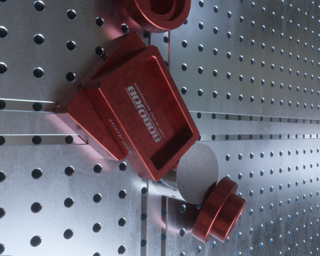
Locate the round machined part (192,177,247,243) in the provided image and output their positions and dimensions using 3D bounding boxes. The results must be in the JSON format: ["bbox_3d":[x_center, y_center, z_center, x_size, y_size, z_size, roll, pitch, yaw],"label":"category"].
[{"bbox_3d":[0.090,0.124,0.446,0.098,0.042,0.097,-46,153,-32],"label":"round machined part"}]

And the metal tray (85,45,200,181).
[{"bbox_3d":[-0.014,-0.016,0.355,0.090,0.030,0.130,-43,117,-32],"label":"metal tray"}]

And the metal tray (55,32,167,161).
[{"bbox_3d":[-0.047,-0.038,0.368,0.090,0.030,0.130,49,61,-29],"label":"metal tray"}]

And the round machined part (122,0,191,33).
[{"bbox_3d":[-0.010,-0.169,0.391,0.099,0.042,0.097,0,90,-40],"label":"round machined part"}]

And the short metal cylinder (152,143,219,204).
[{"bbox_3d":[0.035,0.059,0.424,0.081,0.050,0.079,0,90,-40],"label":"short metal cylinder"}]
